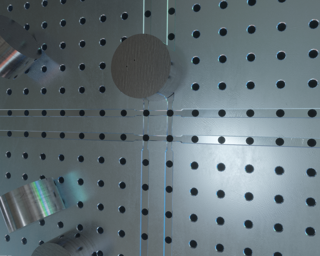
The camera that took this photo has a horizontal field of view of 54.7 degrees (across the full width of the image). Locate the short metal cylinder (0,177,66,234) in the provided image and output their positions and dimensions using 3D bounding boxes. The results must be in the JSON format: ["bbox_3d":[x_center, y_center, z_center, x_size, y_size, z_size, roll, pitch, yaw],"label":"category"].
[{"bbox_3d":[-0.185,0.111,0.449,0.080,0.080,0.050,-27,81,18],"label":"short metal cylinder"}]

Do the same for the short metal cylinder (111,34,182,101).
[{"bbox_3d":[-0.016,-0.077,0.405,0.080,0.050,0.079,0,90,20],"label":"short metal cylinder"}]

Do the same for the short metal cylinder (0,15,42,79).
[{"bbox_3d":[-0.228,-0.120,0.464,0.050,0.080,0.080,-37,79,16],"label":"short metal cylinder"}]

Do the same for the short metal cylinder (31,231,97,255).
[{"bbox_3d":[-0.139,0.197,0.448,0.080,0.050,0.079,0,90,20],"label":"short metal cylinder"}]
